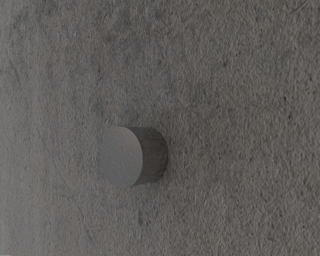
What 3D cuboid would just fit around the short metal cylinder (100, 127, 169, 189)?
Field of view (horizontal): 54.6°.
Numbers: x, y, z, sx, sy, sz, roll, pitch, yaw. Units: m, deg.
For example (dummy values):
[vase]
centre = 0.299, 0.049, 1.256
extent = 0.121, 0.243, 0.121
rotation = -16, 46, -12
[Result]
[short metal cylinder]
centre = -0.035, 0.038, 0.419
extent = 0.080, 0.050, 0.080
rotation = 0, 90, 40
